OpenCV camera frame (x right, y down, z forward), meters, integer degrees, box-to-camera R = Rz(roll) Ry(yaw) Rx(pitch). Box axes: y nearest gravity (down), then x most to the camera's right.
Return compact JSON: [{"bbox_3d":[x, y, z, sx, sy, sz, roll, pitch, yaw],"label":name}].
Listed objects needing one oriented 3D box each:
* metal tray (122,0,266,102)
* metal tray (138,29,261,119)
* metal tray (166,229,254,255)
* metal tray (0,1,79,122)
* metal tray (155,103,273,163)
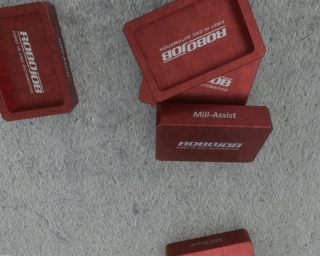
[{"bbox_3d":[0.037,-0.095,0.338,0.130,0.030,0.090,-24,102,3],"label":"metal tray"},{"bbox_3d":[0.047,-0.064,0.384,0.131,0.030,0.089,12,110,-5],"label":"metal tray"},{"bbox_3d":[0.082,0.215,0.487,0.131,0.030,0.089,-13,110,4],"label":"metal tray"},{"bbox_3d":[-0.161,-0.078,0.376,0.091,0.030,0.129,-8,110,3],"label":"metal tray"},{"bbox_3d":[0.060,0.009,0.385,0.131,0.030,0.090,1,148,-1],"label":"metal tray"}]
